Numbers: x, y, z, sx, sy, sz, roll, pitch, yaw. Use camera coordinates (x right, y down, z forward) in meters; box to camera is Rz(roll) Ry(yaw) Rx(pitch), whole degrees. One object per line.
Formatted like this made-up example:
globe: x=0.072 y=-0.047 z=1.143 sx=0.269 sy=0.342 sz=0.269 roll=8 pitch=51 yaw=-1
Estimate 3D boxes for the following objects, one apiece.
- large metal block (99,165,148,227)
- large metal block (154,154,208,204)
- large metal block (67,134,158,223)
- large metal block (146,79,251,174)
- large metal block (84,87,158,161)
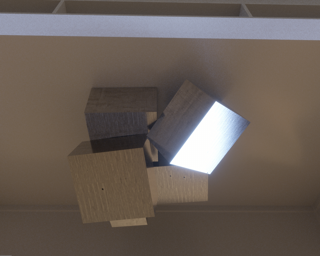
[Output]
large metal block: x=-0.047 y=0.082 z=0.440 sx=0.050 sy=0.080 sz=0.080 roll=-5 pitch=130 yaw=4
large metal block: x=0.025 y=0.062 z=0.441 sx=0.080 sy=0.050 sz=0.080 roll=-4 pitch=130 yaw=3
large metal block: x=-0.049 y=0.056 z=0.352 sx=0.080 sy=0.050 sz=0.079 roll=-7 pitch=105 yaw=6
large metal block: x=0.045 y=0.002 z=0.359 sx=0.080 sy=0.050 sz=0.080 roll=22 pitch=108 yaw=-47
large metal block: x=-0.043 y=-0.003 z=0.388 sx=0.081 sy=0.050 sz=0.079 roll=-1 pitch=130 yaw=0
